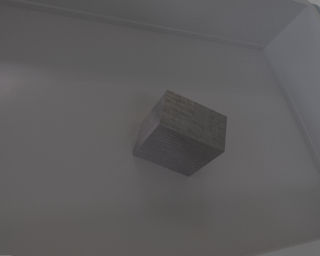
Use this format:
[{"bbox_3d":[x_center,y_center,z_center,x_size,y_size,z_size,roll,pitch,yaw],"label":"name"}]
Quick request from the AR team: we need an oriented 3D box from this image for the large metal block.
[{"bbox_3d":[0.023,0.010,0.376,0.080,0.080,0.050,23,53,-14],"label":"large metal block"}]
